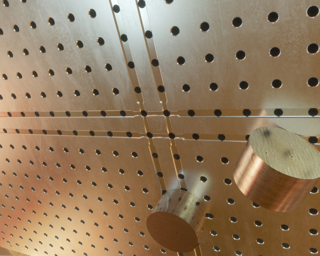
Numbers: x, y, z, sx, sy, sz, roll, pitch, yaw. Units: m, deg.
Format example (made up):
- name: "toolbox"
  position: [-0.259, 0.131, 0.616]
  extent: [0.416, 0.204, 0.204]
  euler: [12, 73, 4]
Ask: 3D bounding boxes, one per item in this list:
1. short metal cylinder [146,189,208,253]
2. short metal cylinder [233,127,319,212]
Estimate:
- name: "short metal cylinder"
  position: [0.027, 0.140, 0.468]
  extent: [0.080, 0.050, 0.079]
  euler: [13, 124, 21]
- name: "short metal cylinder"
  position: [0.127, 0.043, 0.335]
  extent: [0.080, 0.080, 0.050]
  euler: [24, 127, 13]
